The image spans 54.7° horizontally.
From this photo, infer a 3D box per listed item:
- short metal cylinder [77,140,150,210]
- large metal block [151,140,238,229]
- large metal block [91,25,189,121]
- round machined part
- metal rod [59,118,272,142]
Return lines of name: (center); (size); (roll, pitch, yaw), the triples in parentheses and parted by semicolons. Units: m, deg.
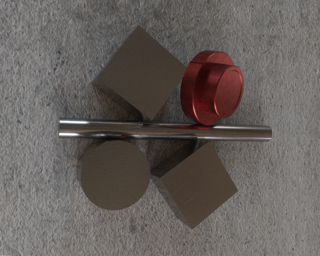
short metal cylinder: (-0.058, 0.054, 0.376); (0.081, 0.050, 0.079); (0, 90, -21)
large metal block: (0.043, 0.072, 0.414); (0.080, 0.050, 0.080); (-35, 102, -17)
large metal block: (-0.026, -0.064, 0.386); (0.080, 0.050, 0.080); (38, 78, -16)
round machined part: (0.074, -0.050, 0.405); (0.099, 0.042, 0.097); (-21, 119, -42)
metal rod: (0.022, 0.004, 0.420); (0.303, 0.025, 0.025); (2, 90, -21)
